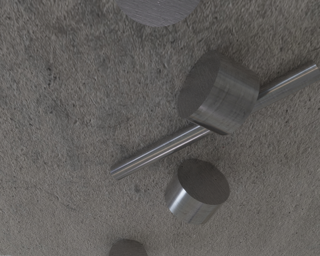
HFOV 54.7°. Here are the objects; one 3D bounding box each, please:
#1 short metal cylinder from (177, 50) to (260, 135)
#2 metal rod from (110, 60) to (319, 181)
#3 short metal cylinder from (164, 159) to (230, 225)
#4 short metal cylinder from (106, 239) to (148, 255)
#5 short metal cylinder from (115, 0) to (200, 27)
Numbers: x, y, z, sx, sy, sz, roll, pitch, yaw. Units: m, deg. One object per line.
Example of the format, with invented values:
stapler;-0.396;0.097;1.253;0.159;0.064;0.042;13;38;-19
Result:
short metal cylinder;0.061;-0.038;0.340;0.050;0.080;0.080;24;126;-19
metal rod;0.056;0.000;0.407;0.300;0.025;0.025;-29;125;22
short metal cylinder;0.053;0.092;0.450;0.081;0.080;0.050;16;128;-13
short metal cylinder;-0.068;0.263;0.595;0.080;0.080;0.050;19;127;-16
short metal cylinder;-0.002;-0.138;0.273;0.081;0.050;0.079;0;130;0
